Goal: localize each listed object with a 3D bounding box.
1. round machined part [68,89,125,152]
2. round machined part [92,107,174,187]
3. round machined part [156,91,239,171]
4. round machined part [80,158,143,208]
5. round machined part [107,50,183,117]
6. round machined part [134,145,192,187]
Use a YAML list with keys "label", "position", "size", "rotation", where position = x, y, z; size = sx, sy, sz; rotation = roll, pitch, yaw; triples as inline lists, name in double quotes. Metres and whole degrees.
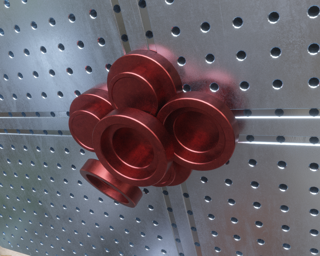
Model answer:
- label: "round machined part"
  position: [-0.091, -0.004, 0.447]
  size: [0.098, 0.042, 0.097]
  rotation: [13, 124, 21]
- label: "round machined part"
  position: [-0.028, 0.019, 0.372]
  size: [0.098, 0.042, 0.097]
  rotation: [13, 124, 21]
- label: "round machined part"
  position: [0.047, 0.000, 0.375]
  size: [0.098, 0.042, 0.097]
  rotation: [13, 124, 21]
- label: "round machined part"
  position: [-0.067, 0.075, 0.466]
  size: [0.098, 0.042, 0.098]
  rotation: [26, 154, 14]
- label: "round machined part"
  position: [-0.025, -0.044, 0.387]
  size: [0.098, 0.042, 0.097]
  rotation: [13, 124, 21]
- label: "round machined part"
  position: [-0.003, 0.042, 0.428]
  size: [0.098, 0.042, 0.097]
  rotation: [13, 124, 21]
